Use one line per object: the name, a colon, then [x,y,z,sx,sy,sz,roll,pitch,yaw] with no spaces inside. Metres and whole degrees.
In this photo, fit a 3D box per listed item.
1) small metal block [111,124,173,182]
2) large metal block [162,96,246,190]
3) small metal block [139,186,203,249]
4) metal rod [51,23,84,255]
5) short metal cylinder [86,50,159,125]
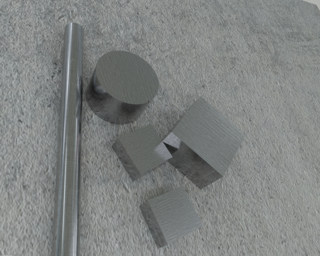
small metal block: [-0.022,0.029,0.376,0.050,0.025,0.050,-24,75,-37]
large metal block: [0.053,0.019,0.407,0.080,0.050,0.080,41,51,-1]
small metal block: [0.012,0.100,0.351,0.050,0.025,0.050,-15,70,-34]
metal rod: [-0.101,-0.004,0.352,0.025,0.025,0.299,8,58,-25]
short metal cylinder: [-0.048,-0.051,0.394,0.081,0.050,0.080,14,56,-21]
